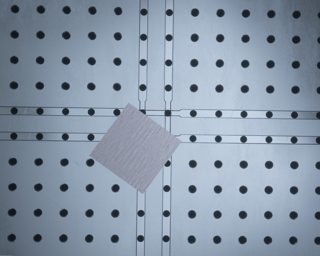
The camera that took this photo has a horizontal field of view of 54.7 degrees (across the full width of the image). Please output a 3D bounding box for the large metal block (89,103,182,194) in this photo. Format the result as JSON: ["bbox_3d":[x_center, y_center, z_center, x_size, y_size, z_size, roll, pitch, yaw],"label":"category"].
[{"bbox_3d":[-0.030,0.025,0.401,0.080,0.050,0.080,36,90,-1],"label":"large metal block"}]
